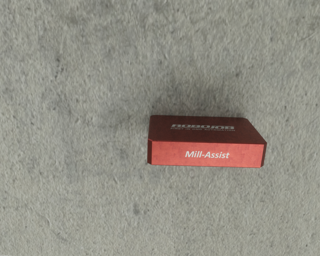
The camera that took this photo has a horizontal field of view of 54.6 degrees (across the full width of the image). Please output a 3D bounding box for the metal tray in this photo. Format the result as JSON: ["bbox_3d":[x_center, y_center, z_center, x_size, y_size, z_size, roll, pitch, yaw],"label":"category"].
[{"bbox_3d":[0.052,0.014,0.380,0.131,0.090,0.030,2,110,-1],"label":"metal tray"}]
